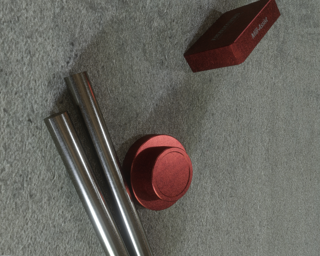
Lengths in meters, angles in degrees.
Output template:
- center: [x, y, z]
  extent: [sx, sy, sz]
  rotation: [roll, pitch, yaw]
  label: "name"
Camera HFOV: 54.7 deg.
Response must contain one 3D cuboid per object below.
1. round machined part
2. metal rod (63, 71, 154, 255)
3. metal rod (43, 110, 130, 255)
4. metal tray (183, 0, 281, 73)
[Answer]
- center: [0.004, 0.057, 0.397]
  extent: [0.099, 0.042, 0.097]
  rotation: [0, 90, -40]
  label: "round machined part"
- center: [-0.046, 0.081, 0.365]
  extent: [0.025, 0.025, 0.298]
  rotation: [-29, 108, -36]
  label: "metal rod"
- center: [-0.059, 0.122, 0.355]
  extent: [0.025, 0.025, 0.298]
  rotation: [-31, 109, -36]
  label: "metal rod"
- center: [0.104, -0.135, 0.449]
  extent: [0.130, 0.090, 0.030]
  rotation: [-49, 120, -29]
  label: "metal tray"
